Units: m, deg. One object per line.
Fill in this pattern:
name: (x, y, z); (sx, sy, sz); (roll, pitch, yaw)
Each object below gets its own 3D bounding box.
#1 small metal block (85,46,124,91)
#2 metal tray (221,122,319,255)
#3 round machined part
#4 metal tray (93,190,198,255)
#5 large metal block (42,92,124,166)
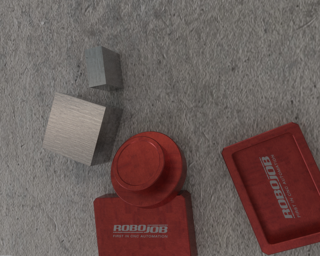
small metal block: (-0.075, -0.079, 0.422); (0.025, 0.050, 0.050); (-8, 87, 20)
metal tray: (0.138, 0.068, 0.357); (0.090, 0.030, 0.129); (-24, 82, 18)
round machined part: (-0.019, 0.049, 0.389); (0.098, 0.042, 0.098); (-8, 65, 19)
metal tray: (-0.021, 0.133, 0.414); (0.130, 0.030, 0.089); (-7, 88, 19)
large metal block: (-0.107, 0.000, 0.433); (0.080, 0.050, 0.080); (18, 96, 19)
